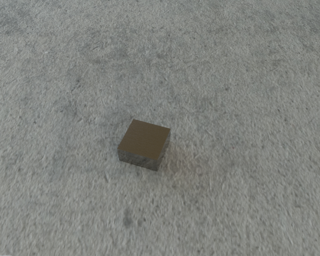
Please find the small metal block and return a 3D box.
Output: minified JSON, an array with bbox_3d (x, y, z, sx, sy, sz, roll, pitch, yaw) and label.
[{"bbox_3d":[-0.019,0.021,0.386,0.050,0.025,0.050,15,52,12],"label":"small metal block"}]
